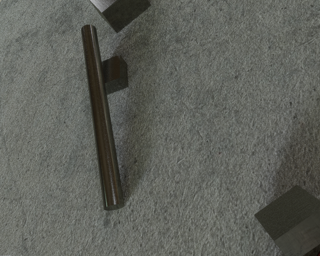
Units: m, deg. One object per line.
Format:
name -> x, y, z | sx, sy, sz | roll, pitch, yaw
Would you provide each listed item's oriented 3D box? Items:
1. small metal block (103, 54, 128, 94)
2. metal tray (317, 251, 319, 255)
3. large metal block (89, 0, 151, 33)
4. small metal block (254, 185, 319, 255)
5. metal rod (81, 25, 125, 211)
small metal block -> -0.080, -0.083, 0.495 | 0.050, 0.025, 0.050 | -18, 55, 17
metal tray -> 0.141, 0.158, 0.230 | 0.090, 0.030, 0.130 | 32, 79, 37
large metal block -> -0.077, -0.234, 0.570 | 0.080, 0.050, 0.080 | -39, 51, 1
small metal block -> 0.119, 0.082, 0.273 | 0.050, 0.025, 0.050 | -36, 7, 3
metal rod -> -0.086, -0.033, 0.443 | 0.025, 0.025, 0.299 | -22, 61, 15
